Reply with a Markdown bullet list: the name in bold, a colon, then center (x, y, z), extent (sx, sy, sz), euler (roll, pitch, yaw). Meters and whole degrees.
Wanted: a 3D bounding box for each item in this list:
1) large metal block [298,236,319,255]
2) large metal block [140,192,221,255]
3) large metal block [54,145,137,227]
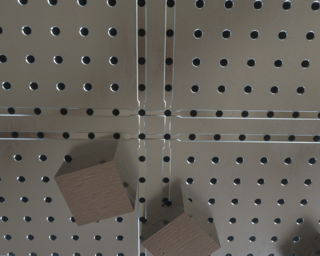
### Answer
- **large metal block**: center (0.267, 0.230, 0.489), extent (0.080, 0.050, 0.080), euler (32, 107, -12)
- **large metal block**: center (0.029, 0.157, 0.458), extent (0.080, 0.050, 0.080), euler (-40, 106, 13)
- **large metal block**: center (-0.085, 0.079, 0.428), extent (0.080, 0.050, 0.080), euler (-17, 110, 5)
